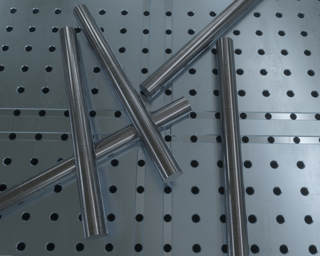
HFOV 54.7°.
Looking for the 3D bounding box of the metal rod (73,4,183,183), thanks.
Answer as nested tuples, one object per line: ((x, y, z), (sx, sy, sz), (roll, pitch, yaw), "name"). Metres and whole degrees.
((-0.053, -0.062, 0.414), (0.025, 0.025, 0.299), (-26, 65, -9), "metal rod")

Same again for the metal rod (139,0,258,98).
((0.085, -0.151, 0.468), (0.025, 0.025, 0.301), (43, 75, 13), "metal rod")

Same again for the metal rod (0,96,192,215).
((-0.094, 0.038, 0.396), (0.302, 0.025, 0.025), (-28, 73, -10), "metal rod")

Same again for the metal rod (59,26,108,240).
((-0.102, -0.014, 0.394), (0.025, 0.025, 0.299), (-13, 63, -5), "metal rod")

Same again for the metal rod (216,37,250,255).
((0.093, 0.013, 0.408), (0.025, 0.025, 0.299), (1, 70, 0), "metal rod")
